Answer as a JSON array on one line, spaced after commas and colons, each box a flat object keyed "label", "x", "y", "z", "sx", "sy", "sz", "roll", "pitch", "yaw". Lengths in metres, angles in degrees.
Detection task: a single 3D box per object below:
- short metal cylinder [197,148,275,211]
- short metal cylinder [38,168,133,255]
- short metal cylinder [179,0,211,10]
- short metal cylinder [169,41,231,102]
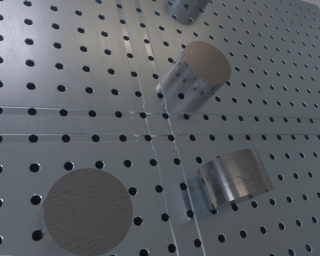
[{"label": "short metal cylinder", "x": 0.092, "y": 0.064, "z": 0.383, "sx": 0.081, "sy": 0.080, "sz": 0.050, "roll": -6, "pitch": 65, "yaw": -31}, {"label": "short metal cylinder", "x": -0.073, "y": 0.085, "z": 0.300, "sx": 0.081, "sy": 0.050, "sz": 0.080, "roll": 14, "pitch": 56, "yaw": -21}, {"label": "short metal cylinder", "x": 0.070, "y": -0.277, "z": 0.598, "sx": 0.081, "sy": 0.050, "sz": 0.080, "roll": 14, "pitch": 56, "yaw": -21}, {"label": "short metal cylinder", "x": 0.061, "y": -0.086, "z": 0.477, "sx": 0.081, "sy": 0.050, "sz": 0.080, "roll": 13, "pitch": 56, "yaw": -21}]
